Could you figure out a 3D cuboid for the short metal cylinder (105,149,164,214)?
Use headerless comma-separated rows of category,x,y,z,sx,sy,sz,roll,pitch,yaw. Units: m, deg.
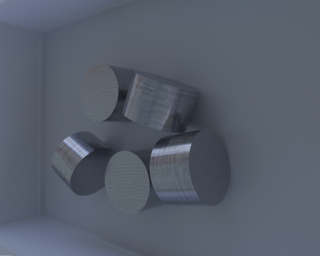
short metal cylinder,-0.027,0.068,0.408,0.080,0.050,0.079,0,90,39

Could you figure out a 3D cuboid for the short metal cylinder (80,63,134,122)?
short metal cylinder,-0.068,-0.048,0.442,0.080,0.050,0.079,0,90,39

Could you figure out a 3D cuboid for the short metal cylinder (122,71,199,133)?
short metal cylinder,0.001,-0.032,0.368,0.080,0.081,0.050,27,107,36

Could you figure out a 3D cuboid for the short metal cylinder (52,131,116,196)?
short metal cylinder,-0.109,0.052,0.455,0.050,0.081,0.079,34,111,34

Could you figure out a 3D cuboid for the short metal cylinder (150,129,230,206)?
short metal cylinder,0.034,0.044,0.339,0.050,0.081,0.080,-12,83,39
